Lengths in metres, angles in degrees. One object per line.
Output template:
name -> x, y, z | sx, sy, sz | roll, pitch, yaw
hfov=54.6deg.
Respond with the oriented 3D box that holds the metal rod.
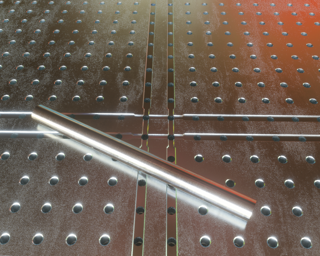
metal rod -> -0.033, 0.034, 0.378 | 0.301, 0.025, 0.025 | 22, 54, 18
